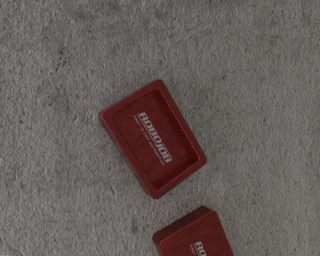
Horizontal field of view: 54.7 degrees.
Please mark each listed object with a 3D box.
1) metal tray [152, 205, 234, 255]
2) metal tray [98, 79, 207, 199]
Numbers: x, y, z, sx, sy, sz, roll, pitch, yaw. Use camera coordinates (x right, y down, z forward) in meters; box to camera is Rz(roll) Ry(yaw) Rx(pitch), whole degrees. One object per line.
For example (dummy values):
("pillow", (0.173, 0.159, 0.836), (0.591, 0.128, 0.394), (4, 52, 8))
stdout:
("metal tray", (0.055, 0.186, 0.427), (0.091, 0.030, 0.129), (-25, 99, -18))
("metal tray", (-0.008, 0.014, 0.403), (0.090, 0.030, 0.130), (-34, 101, -17))
